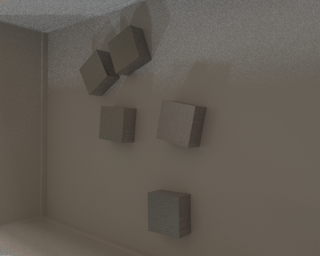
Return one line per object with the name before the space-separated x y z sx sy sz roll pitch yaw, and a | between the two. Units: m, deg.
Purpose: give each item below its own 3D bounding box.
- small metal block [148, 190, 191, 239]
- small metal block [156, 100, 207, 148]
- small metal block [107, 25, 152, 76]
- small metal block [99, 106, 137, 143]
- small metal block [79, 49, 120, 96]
small metal block | 0.012 0.109 0.397 0.050 0.025 0.050 -1 89 40
small metal block | 0.026 -0.006 0.385 0.050 0.025 0.050 16 100 39
small metal block | -0.044 -0.110 0.444 0.050 0.025 0.050 -26 74 37
small metal block | -0.063 -0.006 0.459 0.050 0.025 0.050 8 95 39
small metal block | -0.096 -0.086 0.486 0.050 0.025 0.050 -37 67 33
